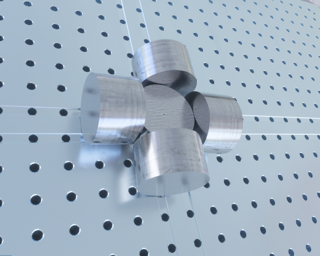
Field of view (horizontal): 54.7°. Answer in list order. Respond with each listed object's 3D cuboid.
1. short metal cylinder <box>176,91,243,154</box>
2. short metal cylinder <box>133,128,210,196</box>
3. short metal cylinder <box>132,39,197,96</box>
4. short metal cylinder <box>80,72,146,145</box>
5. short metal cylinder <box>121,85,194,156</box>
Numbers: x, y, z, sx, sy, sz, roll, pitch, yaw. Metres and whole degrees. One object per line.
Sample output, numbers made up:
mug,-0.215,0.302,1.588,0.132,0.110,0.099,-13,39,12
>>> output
short metal cylinder,0.063,-0.006,0.411,0.050,0.080,0.080,4,60,-27
short metal cylinder,0.012,0.041,0.353,0.081,0.080,0.050,6,59,-25
short metal cylinder,0.005,-0.073,0.419,0.081,0.080,0.050,3,60,-27
short metal cylinder,-0.056,-0.021,0.355,0.050,0.080,0.080,2,61,-28
short metal cylinder,-0.004,-0.008,0.395,0.081,0.050,0.080,14,55,-22
